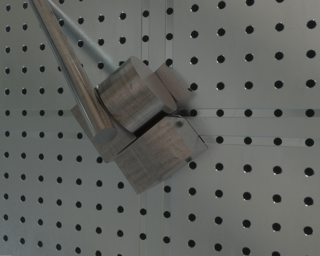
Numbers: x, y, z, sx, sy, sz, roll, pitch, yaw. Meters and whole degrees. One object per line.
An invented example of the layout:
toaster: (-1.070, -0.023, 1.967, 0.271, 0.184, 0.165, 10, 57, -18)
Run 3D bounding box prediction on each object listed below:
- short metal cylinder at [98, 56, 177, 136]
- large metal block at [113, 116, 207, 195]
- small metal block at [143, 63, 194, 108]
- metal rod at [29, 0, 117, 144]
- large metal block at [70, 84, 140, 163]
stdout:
short metal cylinder: (-0.025, -0.037, 0.364, 0.050, 0.080, 0.080, -38, 78, 16)
large metal block: (0.004, 0.031, 0.379, 0.080, 0.080, 0.050, -39, 78, 15)
small metal block: (0.007, -0.049, 0.410, 0.050, 0.025, 0.050, -43, 77, 14)
metal rod: (-0.124, -0.097, 0.399, 0.025, 0.025, 0.300, -43, 56, 15)
large metal block: (-0.055, -0.005, 0.402, 0.050, 0.080, 0.080, -39, 78, 16)
